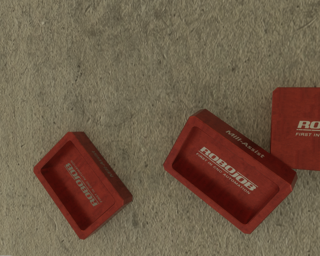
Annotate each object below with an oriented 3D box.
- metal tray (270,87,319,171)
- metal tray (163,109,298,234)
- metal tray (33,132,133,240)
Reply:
[{"bbox_3d":[0.191,0.002,0.339,0.130,0.030,0.089,3,91,19],"label":"metal tray"},{"bbox_3d":[0.076,0.050,0.361,0.130,0.030,0.089,37,126,16],"label":"metal tray"},{"bbox_3d":[-0.113,0.080,0.445,0.090,0.030,0.130,-43,77,14],"label":"metal tray"}]
